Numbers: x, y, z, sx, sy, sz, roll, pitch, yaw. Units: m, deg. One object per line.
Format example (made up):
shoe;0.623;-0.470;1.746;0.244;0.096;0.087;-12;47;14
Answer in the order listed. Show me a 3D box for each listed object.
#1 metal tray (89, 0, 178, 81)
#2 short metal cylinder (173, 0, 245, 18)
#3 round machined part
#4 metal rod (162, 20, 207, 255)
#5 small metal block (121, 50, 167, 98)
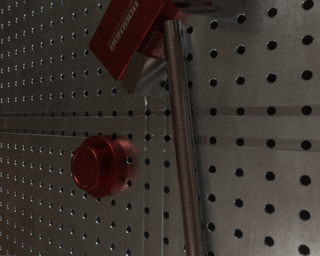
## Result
metal tray;-0.042;-0.142;0.439;0.090;0.030;0.129;51;119;27
short metal cylinder;0.054;-0.161;0.328;0.050;0.081;0.079;23;104;37
round machined part;-0.101;0.060;0.479;0.098;0.042;0.097;0;90;39
metal rod;0.030;0.015;0.382;0.025;0.025;0.298;-10;84;39
small metal block;-0.016;-0.069;0.405;0.025;0.050;0.050;35;112;34
